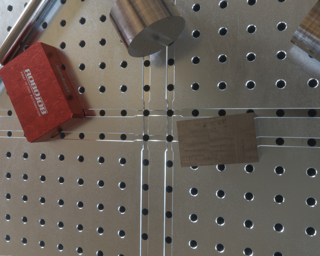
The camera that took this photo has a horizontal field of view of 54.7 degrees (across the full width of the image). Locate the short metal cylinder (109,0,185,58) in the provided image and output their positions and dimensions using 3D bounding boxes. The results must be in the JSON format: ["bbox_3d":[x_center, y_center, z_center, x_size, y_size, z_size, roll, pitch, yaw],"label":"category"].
[{"bbox_3d":[-0.016,-0.133,0.389,0.080,0.080,0.050,-32,80,17],"label":"short metal cylinder"}]

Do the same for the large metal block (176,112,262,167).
[{"bbox_3d":[0.072,0.013,0.358,0.080,0.080,0.050,-6,88,20],"label":"large metal block"}]

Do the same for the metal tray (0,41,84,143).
[{"bbox_3d":[-0.182,-0.053,0.474,0.090,0.030,0.130,-29,81,17],"label":"metal tray"}]

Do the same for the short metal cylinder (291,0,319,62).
[{"bbox_3d":[0.183,-0.108,0.318,0.050,0.080,0.080,42,103,15],"label":"short metal cylinder"}]

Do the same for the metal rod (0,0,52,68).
[{"bbox_3d":[-0.216,-0.160,0.488,0.025,0.025,0.299,44,103,14],"label":"metal rod"}]
